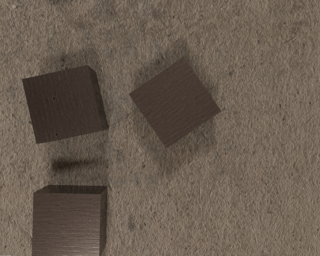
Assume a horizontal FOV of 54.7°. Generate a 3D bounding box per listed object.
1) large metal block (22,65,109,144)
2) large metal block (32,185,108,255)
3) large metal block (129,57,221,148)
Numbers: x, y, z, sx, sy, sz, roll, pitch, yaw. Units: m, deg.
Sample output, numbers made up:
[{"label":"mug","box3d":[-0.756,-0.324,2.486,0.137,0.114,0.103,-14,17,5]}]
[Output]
[{"label":"large metal block","box3d":[-0.117,-0.028,0.396,0.080,0.050,0.080,-13,90,-1]},{"label":"large metal block","box3d":[-0.112,0.118,0.396,0.081,0.050,0.079,1,90,-1]},{"label":"large metal block","box3d":[0.018,-0.031,0.398,0.080,0.050,0.080,-35,90,0]}]
